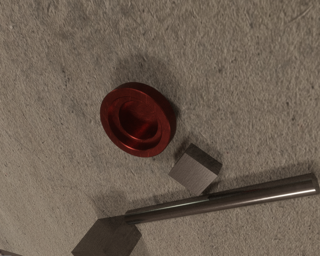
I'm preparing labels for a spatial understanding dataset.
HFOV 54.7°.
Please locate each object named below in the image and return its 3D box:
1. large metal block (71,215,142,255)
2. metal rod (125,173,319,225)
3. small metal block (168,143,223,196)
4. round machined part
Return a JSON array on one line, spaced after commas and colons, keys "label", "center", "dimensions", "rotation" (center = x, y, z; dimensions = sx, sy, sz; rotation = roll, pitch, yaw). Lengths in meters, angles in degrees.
[{"label": "large metal block", "center": [-0.092, 0.203, 0.543], "dimensions": [0.080, 0.080, 0.050], "rotation": [-20, 108, 35]}, {"label": "metal rod", "center": [0.063, 0.107, 0.438], "dimensions": [0.300, 0.025, 0.025], "rotation": [-21, 107, 35]}, {"label": "small metal block", "center": [0.047, 0.056, 0.416], "dimensions": [0.050, 0.025, 0.050], "rotation": [36, 129, 4]}, {"label": "round machined part", "center": [-0.024, -0.014, 0.398], "dimensions": [0.098, 0.042, 0.097], "rotation": [13, 124, 20]}]
